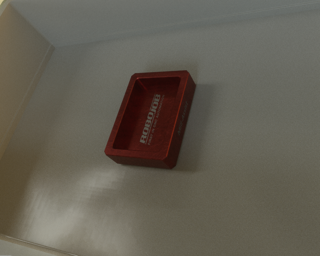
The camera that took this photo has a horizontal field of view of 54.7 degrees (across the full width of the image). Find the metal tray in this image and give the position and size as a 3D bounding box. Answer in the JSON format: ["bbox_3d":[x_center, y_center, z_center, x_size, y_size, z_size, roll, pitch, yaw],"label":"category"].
[{"bbox_3d":[-0.011,-0.014,0.412,0.090,0.030,0.130,2,62,28],"label":"metal tray"}]
